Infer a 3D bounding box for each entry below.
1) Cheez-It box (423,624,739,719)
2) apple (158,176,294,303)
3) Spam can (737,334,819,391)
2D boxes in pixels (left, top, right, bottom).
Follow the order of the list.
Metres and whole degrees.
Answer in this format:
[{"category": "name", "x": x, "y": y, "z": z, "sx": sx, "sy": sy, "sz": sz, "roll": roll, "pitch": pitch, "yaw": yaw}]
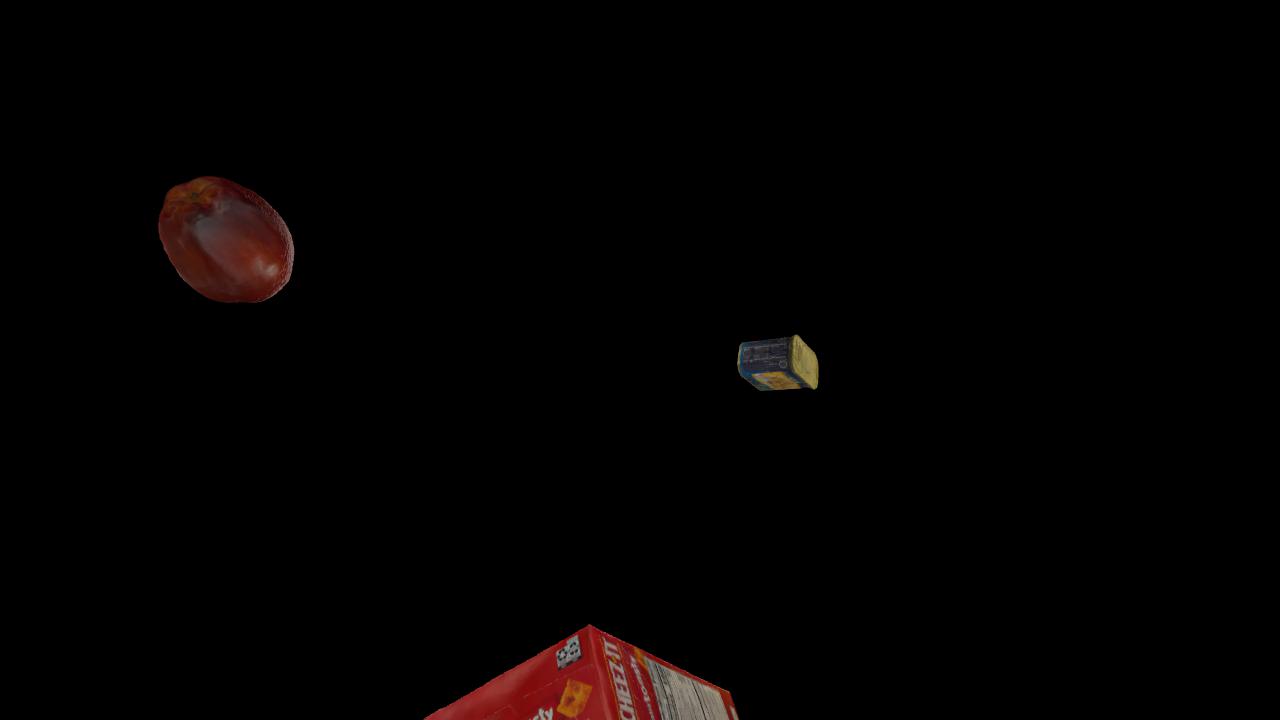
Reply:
[{"category": "Cheez-It box", "x": -0.035, "y": 0.284, "z": 0.441, "sx": 0.166, "sy": 0.071, "sz": 0.223, "roll": -33, "pitch": -49, "yaw": 9}, {"category": "apple", "x": -0.290, "y": -0.084, "z": 0.438, "sx": 0.079, "sy": 0.079, "sz": 0.093, "roll": 0, "pitch": -34, "yaw": 6}, {"category": "Spam can", "x": 0.200, "y": 0.008, "z": 0.889, "sx": 0.085, "sy": 0.058, "sz": 0.101, "roll": -7, "pitch": -25, "yaw": 34}]
